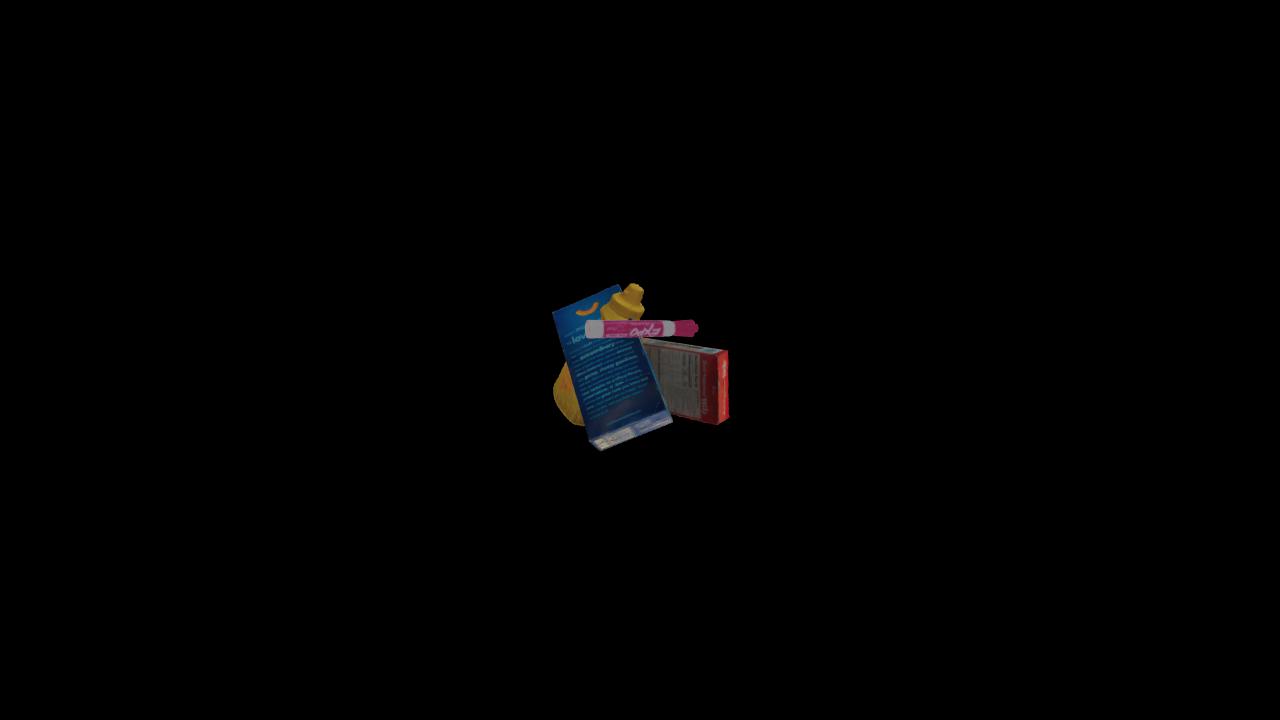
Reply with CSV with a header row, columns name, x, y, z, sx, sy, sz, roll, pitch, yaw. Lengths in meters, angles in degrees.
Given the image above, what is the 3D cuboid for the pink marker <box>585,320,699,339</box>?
name,x,y,z,sx,sy,sz,roll,pitch,yaw
pink marker,0.004,-0.032,0.633,0.121,0.020,0.020,-2,1,-20

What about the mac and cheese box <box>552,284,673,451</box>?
name,x,y,z,sx,sy,sz,roll,pitch,yaw
mac and cheese box,-0.036,0.005,0.715,0.093,0.184,0.041,-23,-32,6

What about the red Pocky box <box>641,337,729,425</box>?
name,x,y,z,sx,sy,sz,roll,pitch,yaw
red Pocky box,0.034,0.020,0.721,0.155,0.083,0.028,11,19,39

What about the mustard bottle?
name,x,y,z,sx,sy,sz,roll,pitch,yaw
mustard bottle,-0.044,-0.014,0.754,0.054,0.184,0.092,18,27,-27
